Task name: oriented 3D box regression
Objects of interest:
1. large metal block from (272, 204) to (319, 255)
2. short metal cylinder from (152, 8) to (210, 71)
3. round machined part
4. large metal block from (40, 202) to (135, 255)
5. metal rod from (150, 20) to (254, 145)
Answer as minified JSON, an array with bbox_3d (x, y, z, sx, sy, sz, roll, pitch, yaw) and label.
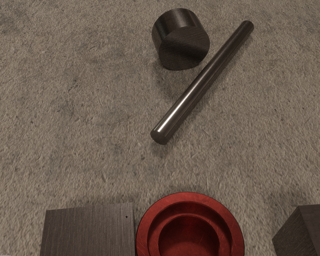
[{"bbox_3d":[0.145,0.120,0.268,0.050,0.080,0.080,-3,50,-3],"label":"large metal block"},{"bbox_3d":[0.032,-0.137,0.483,0.081,0.080,0.050,-10,51,-9],"label":"short metal cylinder"},{"bbox_3d":[0.027,0.115,0.296,0.099,0.042,0.098,0,50,0],"label":"round machined part"},{"bbox_3d":[-0.062,0.120,0.285,0.081,0.050,0.080,-4,50,-4],"label":"large metal block"},{"bbox_3d":[0.078,-0.085,0.475,0.025,0.025,0.301,26,54,20],"label":"metal rod"}]
